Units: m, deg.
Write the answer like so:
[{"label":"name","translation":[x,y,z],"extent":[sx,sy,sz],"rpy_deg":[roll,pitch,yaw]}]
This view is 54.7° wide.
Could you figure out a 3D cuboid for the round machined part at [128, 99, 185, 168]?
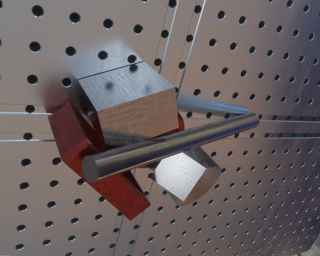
[{"label":"round machined part","translation":[-0.010,0.014,0.408],"extent":[0.099,0.042,0.097],"rpy_deg":[-14,125,-21]}]

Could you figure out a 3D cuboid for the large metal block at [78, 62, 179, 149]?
[{"label":"large metal block","translation":[-0.035,-0.027,0.339],"extent":[0.081,0.080,0.050],"rpy_deg":[-20,126,-17]}]

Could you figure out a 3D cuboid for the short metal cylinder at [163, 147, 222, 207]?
[{"label":"short metal cylinder","translation":[0.041,0.067,0.445],"extent":[0.081,0.050,0.080],"rpy_deg":[-29,147,-21]}]

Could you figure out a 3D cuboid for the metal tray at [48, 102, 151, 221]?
[{"label":"metal tray","translation":[-0.068,0.040,0.357],"extent":[0.030,0.090,0.130],"rpy_deg":[-38,130,-3]}]

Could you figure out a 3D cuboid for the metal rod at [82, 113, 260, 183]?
[{"label":"metal rod","translation":[0.042,0.012,0.382],"extent":[0.302,0.025,0.025],"rpy_deg":[-13,127,-45]}]

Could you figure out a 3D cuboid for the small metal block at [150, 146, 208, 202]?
[{"label":"small metal block","translation":[0.024,0.054,0.387],"extent":[0.050,0.050,0.025],"rpy_deg":[-58,170,11]}]
